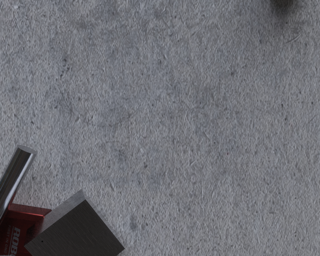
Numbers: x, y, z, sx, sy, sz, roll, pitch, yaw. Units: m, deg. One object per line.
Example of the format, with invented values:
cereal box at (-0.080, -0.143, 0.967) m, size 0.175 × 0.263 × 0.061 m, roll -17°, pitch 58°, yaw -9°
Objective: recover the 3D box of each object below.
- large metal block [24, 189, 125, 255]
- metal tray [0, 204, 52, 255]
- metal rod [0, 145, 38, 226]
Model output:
large metal block at (-0.103, 0.136, 0.379) m, size 0.080 × 0.050 × 0.080 m, roll -37°, pitch 104°, yaw -14°
metal tray at (-0.198, 0.168, 0.405) m, size 0.091 × 0.030 × 0.129 m, roll 9°, pitch 90°, yaw 0°
metal rod at (-0.230, 0.159, 0.377) m, size 0.025 × 0.025 × 0.299 m, roll 27°, pitch 90°, yaw 0°
